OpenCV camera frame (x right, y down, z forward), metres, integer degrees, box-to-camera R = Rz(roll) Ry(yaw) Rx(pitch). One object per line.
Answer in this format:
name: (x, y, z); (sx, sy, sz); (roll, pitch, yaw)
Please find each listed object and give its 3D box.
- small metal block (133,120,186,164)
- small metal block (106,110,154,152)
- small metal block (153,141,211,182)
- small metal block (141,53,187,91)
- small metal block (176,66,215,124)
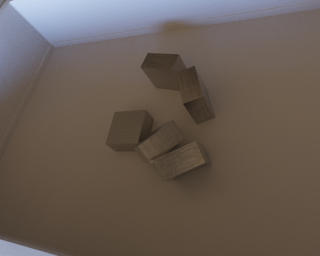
small metal block: (-0.003, 0.017, 0.371); (0.050, 0.050, 0.025); (-37, 94, -12)
small metal block: (-0.041, 0.004, 0.423); (0.050, 0.025, 0.050); (-2, 61, 26)
small metal block: (0.027, 0.038, 0.348); (0.050, 0.050, 0.025); (-26, 76, 12)
small metal block: (0.010, -0.078, 0.431); (0.050, 0.050, 0.025); (11, 68, 32)
small metal block: (0.045, -0.041, 0.390); (0.025, 0.050, 0.050); (-21, 54, 16)
